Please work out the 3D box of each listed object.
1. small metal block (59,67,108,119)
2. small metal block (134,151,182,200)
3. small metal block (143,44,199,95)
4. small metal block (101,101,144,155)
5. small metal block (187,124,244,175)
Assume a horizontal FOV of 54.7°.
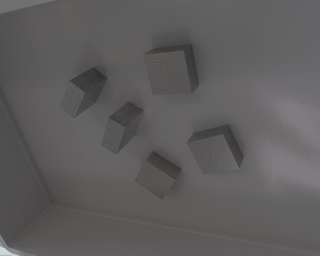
[{"bbox_3d":[-0.103,-0.048,0.418,0.025,0.050,0.050,39,129,2],"label":"small metal block"},{"bbox_3d":[-0.003,0.070,0.453,0.050,0.025,0.050,33,129,6],"label":"small metal block"},{"bbox_3d":[0.014,-0.067,0.360,0.050,0.025,0.050,1,119,28],"label":"small metal block"},{"bbox_3d":[-0.051,-0.001,0.419,0.025,0.050,0.050,30,128,9],"label":"small metal block"},{"bbox_3d":[0.070,0.028,0.389,0.050,0.025,0.050,-17,110,34],"label":"small metal block"}]
